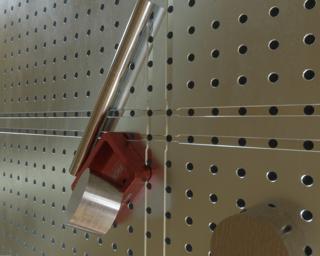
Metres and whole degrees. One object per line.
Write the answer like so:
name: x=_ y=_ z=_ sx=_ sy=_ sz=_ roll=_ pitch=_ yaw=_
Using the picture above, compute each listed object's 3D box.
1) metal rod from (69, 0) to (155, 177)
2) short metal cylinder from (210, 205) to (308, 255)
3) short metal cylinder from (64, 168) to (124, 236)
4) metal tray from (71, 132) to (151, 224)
metal rod: x=-0.080 y=-0.050 z=0.475 sx=0.025 sy=0.025 sz=0.298 roll=40 pitch=114 yaw=32
short metal cylinder: x=0.099 y=0.122 z=0.312 sx=0.080 sy=0.050 sz=0.080 roll=0 pitch=90 yaw=40
short metal cylinder: x=-0.091 y=0.101 z=0.427 sx=0.080 sy=0.050 sz=0.080 roll=-51 pitch=23 yaw=33
metal tray: x=-0.079 y=0.080 z=0.471 sx=0.090 sy=0.030 sz=0.129 roll=50 pitch=119 yaw=28
